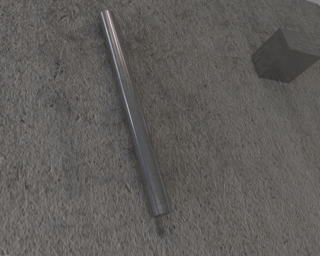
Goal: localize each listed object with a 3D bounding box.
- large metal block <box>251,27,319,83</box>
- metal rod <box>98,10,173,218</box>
[{"bbox_3d":[0.231,-0.132,0.573,0.081,0.080,0.050,5,60,-26],"label":"large metal block"},{"bbox_3d":[-0.039,-0.035,0.403,0.025,0.025,0.299,-3,63,-30],"label":"metal rod"}]
